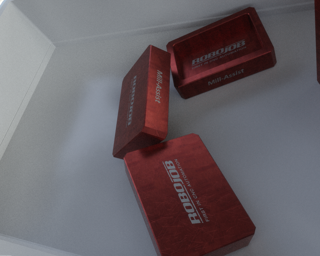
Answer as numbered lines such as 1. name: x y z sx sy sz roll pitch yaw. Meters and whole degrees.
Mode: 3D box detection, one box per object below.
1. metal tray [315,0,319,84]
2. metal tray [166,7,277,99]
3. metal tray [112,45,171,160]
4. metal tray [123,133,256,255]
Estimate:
1. metal tray: 0.186 -0.062 0.279 0.030 0.130 0.090 -37 51 4
2. metal tray: 0.079 -0.102 0.422 0.130 0.030 0.090 -20 54 16
3. metal tray: -0.024 -0.031 0.402 0.090 0.030 0.130 -40 39 49
4. metal tray: 0.024 0.071 0.321 0.091 0.030 0.130 -16 51 -14
